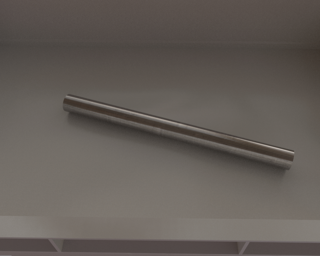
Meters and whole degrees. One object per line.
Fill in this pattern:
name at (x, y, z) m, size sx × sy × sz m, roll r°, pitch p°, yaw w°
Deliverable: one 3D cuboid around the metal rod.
metal rod at (0.014, 0.002, 0.402) m, size 0.301 × 0.025 × 0.025 m, roll 15°, pitch 52°, yaw 12°
